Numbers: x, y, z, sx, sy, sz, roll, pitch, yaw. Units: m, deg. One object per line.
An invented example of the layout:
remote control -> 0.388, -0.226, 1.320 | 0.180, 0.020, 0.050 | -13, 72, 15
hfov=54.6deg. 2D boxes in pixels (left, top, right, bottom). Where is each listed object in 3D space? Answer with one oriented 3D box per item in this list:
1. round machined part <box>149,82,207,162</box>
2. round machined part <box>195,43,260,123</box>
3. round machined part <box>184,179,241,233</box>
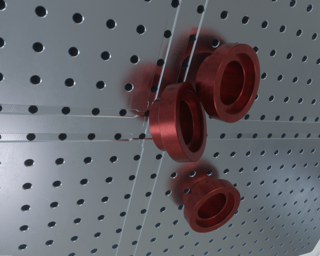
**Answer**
round machined part -> 0.021, -0.006, 0.385 | 0.042, 0.098, 0.098 | -6, 135, 28
round machined part -> 0.083, -0.058, 0.395 | 0.099, 0.042, 0.097 | -17, 115, -40
round machined part -> 0.083, 0.125, 0.521 | 0.099, 0.042, 0.097 | -14, 124, -21
